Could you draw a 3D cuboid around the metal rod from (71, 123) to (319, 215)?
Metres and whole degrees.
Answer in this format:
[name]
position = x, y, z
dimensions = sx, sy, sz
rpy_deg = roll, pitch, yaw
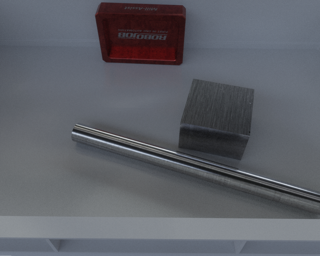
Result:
[metal rod]
position = 0.035, 0.044, 0.368
dimensions = 0.301, 0.025, 0.025
rpy_deg = 15, 52, 12

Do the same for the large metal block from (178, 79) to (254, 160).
[large metal block]
position = 0.073, -0.013, 0.400
dimensions = 0.080, 0.050, 0.080
rpy_deg = 12, 51, 9

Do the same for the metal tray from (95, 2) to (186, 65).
[metal tray]
position = -0.028, -0.145, 0.483
dimensions = 0.131, 0.089, 0.030
rpy_deg = 3, 50, 2
